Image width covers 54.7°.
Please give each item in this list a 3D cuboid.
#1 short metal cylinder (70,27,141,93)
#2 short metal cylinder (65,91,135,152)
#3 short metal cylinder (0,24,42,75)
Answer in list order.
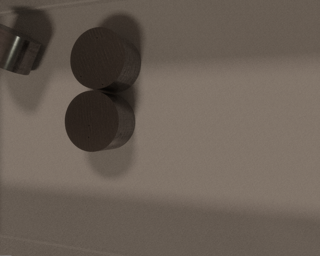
[{"bbox_3d":[-0.073,-0.090,0.422,0.080,0.050,0.079,0,90,19],"label":"short metal cylinder"},{"bbox_3d":[-0.081,-0.009,0.425,0.080,0.050,0.079,0,90,19],"label":"short metal cylinder"},{"bbox_3d":[-0.225,-0.119,0.459,0.080,0.080,0.050,30,100,17],"label":"short metal cylinder"}]
